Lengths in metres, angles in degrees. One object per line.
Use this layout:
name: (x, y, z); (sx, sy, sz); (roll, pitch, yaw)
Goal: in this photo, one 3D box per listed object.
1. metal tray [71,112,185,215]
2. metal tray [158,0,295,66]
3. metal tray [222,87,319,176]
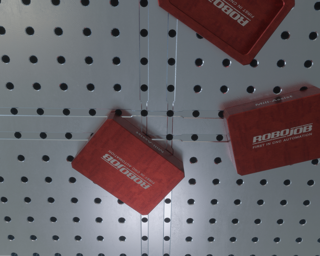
metal tray: (-0.042, 0.052, 0.429); (0.130, 0.030, 0.090); (38, 106, -13)
metal tray: (0.074, -0.145, 0.357); (0.130, 0.030, 0.090); (32, 107, -11)
metal tray: (0.158, 0.005, 0.414); (0.131, 0.030, 0.090); (-14, 110, 5)
